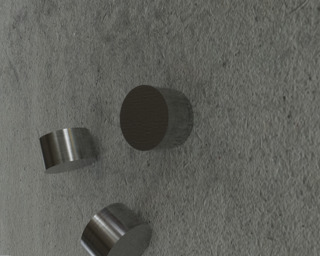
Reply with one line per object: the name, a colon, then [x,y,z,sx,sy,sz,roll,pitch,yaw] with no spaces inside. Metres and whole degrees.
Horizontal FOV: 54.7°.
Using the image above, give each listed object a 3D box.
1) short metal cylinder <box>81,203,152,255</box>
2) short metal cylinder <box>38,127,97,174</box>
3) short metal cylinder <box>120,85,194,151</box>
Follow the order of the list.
short metal cylinder: [-0.058,0.149,0.417,0.050,0.081,0.079,31,110,35]
short metal cylinder: [-0.146,0.037,0.490,0.080,0.081,0.050,-27,73,37]
short metal cylinder: [-0.005,-0.012,0.393,0.080,0.050,0.080,0,90,40]
